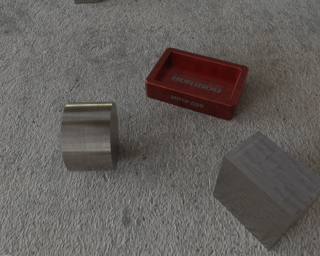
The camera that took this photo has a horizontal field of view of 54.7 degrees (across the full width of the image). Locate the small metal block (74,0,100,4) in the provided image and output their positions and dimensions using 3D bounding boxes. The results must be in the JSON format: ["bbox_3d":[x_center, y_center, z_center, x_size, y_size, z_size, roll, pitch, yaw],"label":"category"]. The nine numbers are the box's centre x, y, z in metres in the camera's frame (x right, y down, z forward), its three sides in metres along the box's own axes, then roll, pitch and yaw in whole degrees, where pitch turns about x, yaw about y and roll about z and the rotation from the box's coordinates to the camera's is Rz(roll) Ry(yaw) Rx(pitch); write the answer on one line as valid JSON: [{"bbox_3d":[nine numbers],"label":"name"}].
[{"bbox_3d":[-0.150,-0.281,0.638,0.050,0.025,0.050,-3,50,-3],"label":"small metal block"}]

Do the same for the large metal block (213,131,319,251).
[{"bbox_3d":[0.105,0.064,0.315,0.050,0.080,0.080,-31,57,-23],"label":"large metal block"}]

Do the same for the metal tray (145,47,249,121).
[{"bbox_3d":[0.055,-0.068,0.457,0.130,0.030,0.090,18,52,14],"label":"metal tray"}]

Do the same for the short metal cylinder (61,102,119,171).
[{"bbox_3d":[-0.077,0.010,0.359,0.050,0.080,0.080,-1,50,-1],"label":"short metal cylinder"}]
